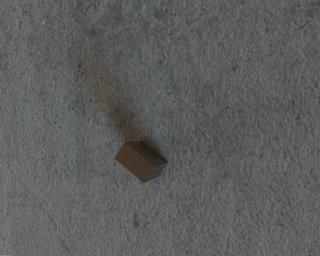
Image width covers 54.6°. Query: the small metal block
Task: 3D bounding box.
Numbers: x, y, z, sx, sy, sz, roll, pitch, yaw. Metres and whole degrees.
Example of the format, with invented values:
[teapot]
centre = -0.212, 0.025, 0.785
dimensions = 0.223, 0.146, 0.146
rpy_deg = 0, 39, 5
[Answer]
[small metal block]
centre = -0.023, 0.042, 0.404
dimensions = 0.050, 0.050, 0.025
rpy_deg = 38, 102, 16
